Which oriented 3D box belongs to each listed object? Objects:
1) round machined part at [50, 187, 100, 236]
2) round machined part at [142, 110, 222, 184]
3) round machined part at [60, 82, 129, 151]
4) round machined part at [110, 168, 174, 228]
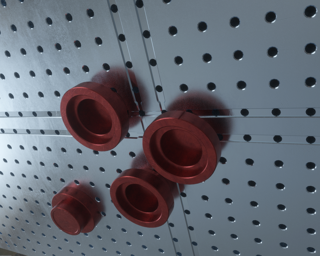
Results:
[{"bbox_3d":[-0.166,0.163,0.586,0.098,0.042,0.097,13,124,20],"label":"round machined part"},{"bbox_3d":[0.031,0.021,0.396,0.098,0.042,0.097,13,124,20],"label":"round machined part"},{"bbox_3d":[-0.085,-0.019,0.432,0.098,0.042,0.097,13,124,20],"label":"round machined part"},{"bbox_3d":[-0.023,0.101,0.473,0.098,0.042,0.097,13,124,20],"label":"round machined part"}]
